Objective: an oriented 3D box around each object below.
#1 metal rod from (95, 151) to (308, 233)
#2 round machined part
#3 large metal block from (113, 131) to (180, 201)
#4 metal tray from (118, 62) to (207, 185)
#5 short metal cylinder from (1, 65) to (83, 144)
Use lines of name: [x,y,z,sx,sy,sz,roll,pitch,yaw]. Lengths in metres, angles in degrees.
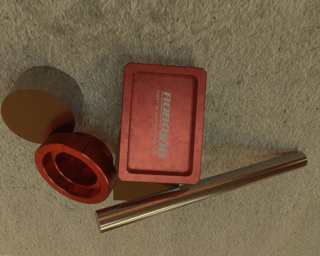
metal rod: [0.069,0.074,0.396,0.303,0.025,0.025,-12,134,-23]
round machined part: [-0.096,0.043,0.375,0.098,0.042,0.097,12,131,15]
large metal block: [-0.018,0.051,0.415,0.081,0.080,0.050,4,130,-4]
metal tray: [0.002,-0.004,0.352,0.091,0.030,0.129,4,90,-4]
short metal cylinder: [-0.137,-0.027,0.368,0.081,0.050,0.079,0,130,0]
